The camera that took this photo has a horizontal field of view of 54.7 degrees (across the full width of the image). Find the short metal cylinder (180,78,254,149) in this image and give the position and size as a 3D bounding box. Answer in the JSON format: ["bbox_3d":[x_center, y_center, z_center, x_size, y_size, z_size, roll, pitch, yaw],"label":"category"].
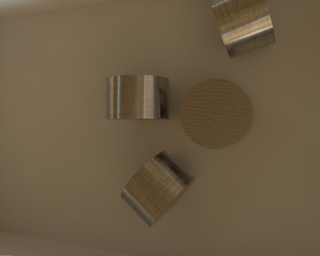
[{"bbox_3d":[0.070,-0.016,0.372,0.080,0.050,0.080,0,90,20],"label":"short metal cylinder"}]

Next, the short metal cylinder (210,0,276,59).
[{"bbox_3d":[0.092,-0.124,0.349,0.050,0.080,0.080,-18,84,19],"label":"short metal cylinder"}]

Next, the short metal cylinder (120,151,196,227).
[{"bbox_3d":[-0.002,0.074,0.382,0.050,0.080,0.080,43,103,15],"label":"short metal cylinder"}]

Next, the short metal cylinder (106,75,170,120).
[{"bbox_3d":[-0.028,-0.036,0.391,0.080,0.080,0.050,0,90,20],"label":"short metal cylinder"}]
